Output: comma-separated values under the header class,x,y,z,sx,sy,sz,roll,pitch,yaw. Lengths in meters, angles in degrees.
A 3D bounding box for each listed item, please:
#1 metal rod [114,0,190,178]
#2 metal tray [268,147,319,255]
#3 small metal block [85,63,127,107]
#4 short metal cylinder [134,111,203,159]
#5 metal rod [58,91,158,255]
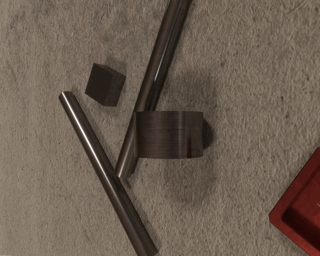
class,x,y,z,sx,sy,sz,roll,pitch,yaw
metal rod,-0.007,-0.070,0.408,0.025,0.025,0.298,30,109,35
metal tray,0.172,0.085,0.259,0.130,0.030,0.089,40,114,32
small metal block,-0.084,-0.065,0.472,0.050,0.025,0.050,33,110,35
short metal cylinder,0.010,0.007,0.359,0.080,0.081,0.050,0,90,39
metal rod,-0.089,0.059,0.475,0.025,0.025,0.299,-47,62,29
